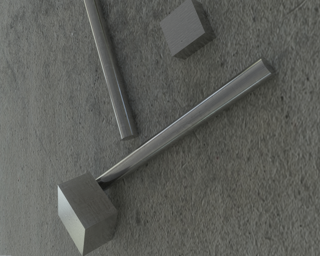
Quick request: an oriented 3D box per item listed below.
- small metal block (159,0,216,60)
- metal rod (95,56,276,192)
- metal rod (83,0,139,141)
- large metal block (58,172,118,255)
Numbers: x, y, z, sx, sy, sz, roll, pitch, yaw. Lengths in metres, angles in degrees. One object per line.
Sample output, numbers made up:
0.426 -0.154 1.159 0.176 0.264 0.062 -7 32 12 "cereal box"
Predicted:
0.033 -0.119 0.376 0.050 0.025 0.050 -30 72 35 "small metal block"
0.009 0.012 0.395 0.299 0.025 0.025 -37 68 33 "metal rod"
-0.085 -0.125 0.472 0.025 0.025 0.299 -27 73 36 "metal rod"
-0.109 0.127 0.459 0.080 0.050 0.079 46 139 30 "large metal block"
